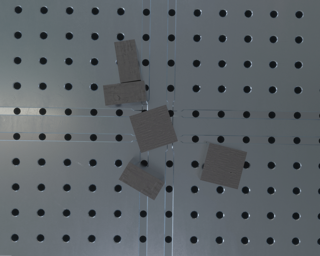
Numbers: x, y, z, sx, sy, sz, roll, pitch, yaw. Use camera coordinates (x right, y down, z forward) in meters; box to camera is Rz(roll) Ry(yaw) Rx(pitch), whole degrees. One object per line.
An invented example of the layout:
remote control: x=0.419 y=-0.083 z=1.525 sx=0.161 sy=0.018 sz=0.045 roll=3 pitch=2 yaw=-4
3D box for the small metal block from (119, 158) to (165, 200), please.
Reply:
small metal block: x=-0.022 y=0.064 z=0.401 sx=0.050 sy=0.050 sz=0.025 roll=30 pitch=90 yaw=0

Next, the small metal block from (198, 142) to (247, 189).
small metal block: x=0.083 y=0.049 z=0.414 sx=0.050 sy=0.025 sz=0.050 roll=14 pitch=90 yaw=0

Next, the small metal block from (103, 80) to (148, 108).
small metal block: x=-0.043 y=-0.042 z=0.401 sx=0.050 sy=0.050 sz=0.025 roll=-7 pitch=90 yaw=0

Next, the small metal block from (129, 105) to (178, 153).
small metal block: x=-0.008 y=0.001 z=0.413 sx=0.050 sy=0.025 sz=0.050 roll=-18 pitch=90 yaw=0

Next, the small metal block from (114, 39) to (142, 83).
small metal block: x=-0.039 y=-0.081 z=0.401 sx=0.025 sy=0.050 sz=0.050 roll=-9 pitch=90 yaw=0
